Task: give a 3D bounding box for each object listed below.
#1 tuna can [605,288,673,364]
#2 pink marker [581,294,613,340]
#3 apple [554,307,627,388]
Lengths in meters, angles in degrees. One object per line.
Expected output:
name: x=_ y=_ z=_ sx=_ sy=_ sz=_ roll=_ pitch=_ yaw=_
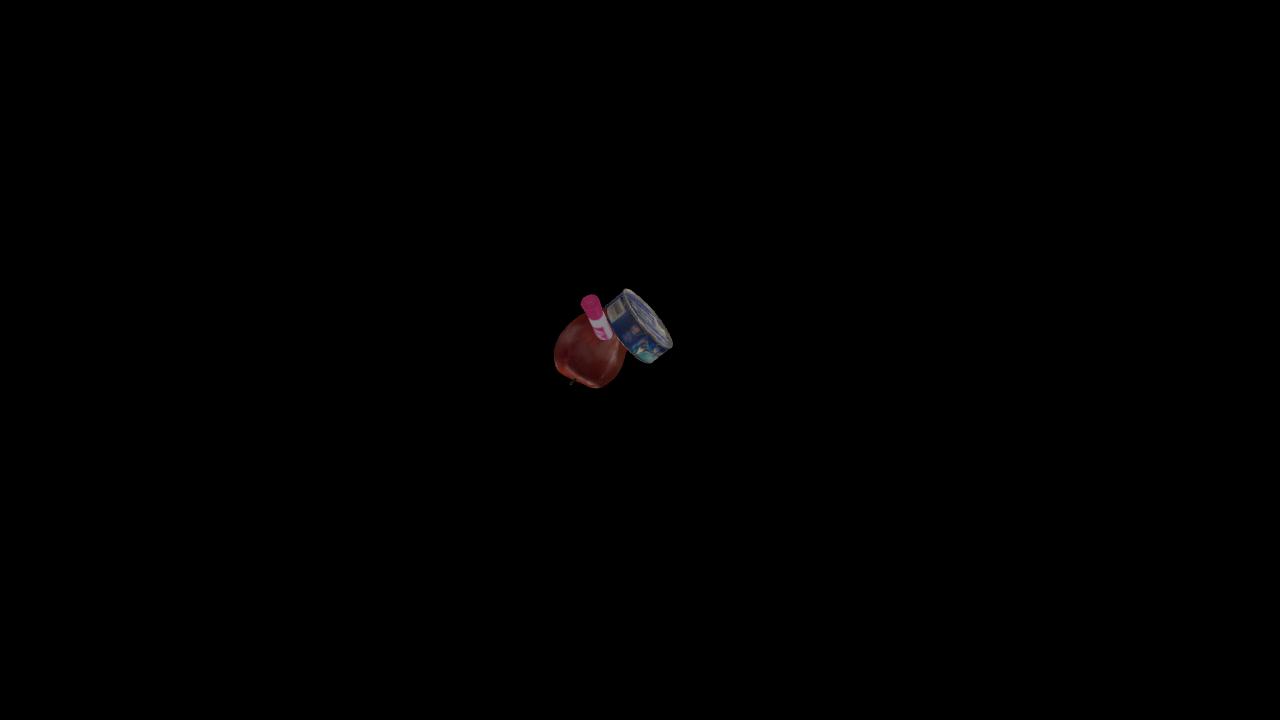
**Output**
tuna can: x=-0.002 y=-0.037 z=0.687 sx=0.034 sy=0.084 sz=0.084 roll=-39 pitch=-12 yaw=15
pink marker: x=-0.039 y=-0.032 z=0.646 sx=0.020 sy=0.020 sz=0.121 roll=0 pitch=-27 yaw=11
apple: x=-0.053 y=-0.013 z=0.681 sx=0.079 sy=0.093 sz=0.079 roll=29 pitch=-8 yaw=4
